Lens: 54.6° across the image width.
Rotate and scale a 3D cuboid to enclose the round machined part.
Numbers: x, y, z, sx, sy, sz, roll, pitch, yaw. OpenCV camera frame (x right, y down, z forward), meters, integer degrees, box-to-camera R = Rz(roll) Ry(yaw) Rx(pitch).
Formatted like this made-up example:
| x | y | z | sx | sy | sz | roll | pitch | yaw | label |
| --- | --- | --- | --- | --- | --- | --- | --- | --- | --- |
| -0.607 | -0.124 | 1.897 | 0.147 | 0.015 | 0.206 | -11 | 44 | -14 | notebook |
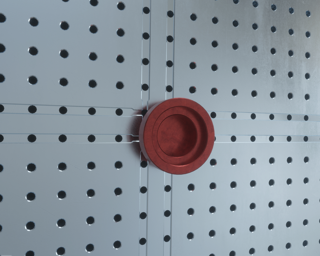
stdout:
| x | y | z | sx | sy | sz | roll | pitch | yaw | label |
| --- | --- | --- | --- | --- | --- | --- | --- | --- | --- |
| 0.019 | 0.010 | 0.410 | 0.099 | 0.042 | 0.097 | 0 | 90 | -20 | round machined part |
